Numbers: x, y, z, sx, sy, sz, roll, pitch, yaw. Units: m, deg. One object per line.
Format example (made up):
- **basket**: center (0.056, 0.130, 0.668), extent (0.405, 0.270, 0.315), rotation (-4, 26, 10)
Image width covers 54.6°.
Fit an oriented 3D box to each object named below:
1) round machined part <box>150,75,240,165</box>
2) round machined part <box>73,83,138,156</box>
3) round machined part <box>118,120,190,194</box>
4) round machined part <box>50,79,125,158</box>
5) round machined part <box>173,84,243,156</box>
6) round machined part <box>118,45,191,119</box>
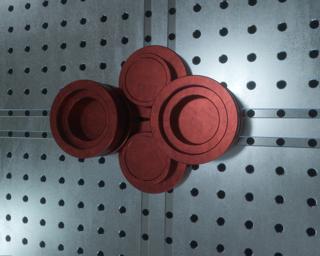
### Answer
- **round machined part**: center (0.042, -0.009, 0.354), extent (0.098, 0.042, 0.097), rotation (0, 90, 20)
- **round machined part**: center (-0.075, -0.011, 0.430), extent (0.098, 0.042, 0.097), rotation (0, 90, 20)
- **round machined part**: center (-0.011, 0.038, 0.407), extent (0.098, 0.042, 0.097), rotation (0, 90, 20)
- **round machined part**: center (-0.089, -0.011, 0.401), extent (0.098, 0.042, 0.097), rotation (0, 90, 20)
- **round machined part**: center (0.053, -0.010, 0.384), extent (0.098, 0.042, 0.097), rotation (0, 90, 20)
- **round machined part**: center (-0.011, -0.060, 0.407), extent (0.098, 0.042, 0.097), rotation (0, 90, 20)
